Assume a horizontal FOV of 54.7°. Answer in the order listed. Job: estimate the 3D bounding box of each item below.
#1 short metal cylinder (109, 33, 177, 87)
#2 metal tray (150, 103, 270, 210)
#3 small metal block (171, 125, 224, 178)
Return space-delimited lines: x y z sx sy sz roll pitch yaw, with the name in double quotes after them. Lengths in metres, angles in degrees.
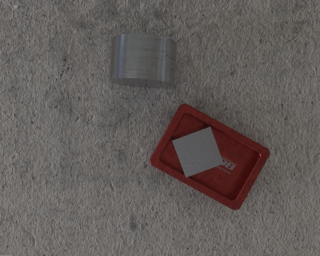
-0.021 -0.080 0.382 0.081 0.080 0.050 3 90 0 "short metal cylinder"
0.064 0.037 0.407 0.130 0.030 0.090 29 90 0 "metal tray"
0.047 0.029 0.395 0.050 0.025 0.050 -20 97 0 "small metal block"
